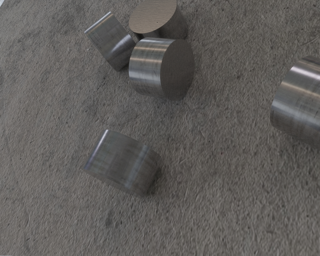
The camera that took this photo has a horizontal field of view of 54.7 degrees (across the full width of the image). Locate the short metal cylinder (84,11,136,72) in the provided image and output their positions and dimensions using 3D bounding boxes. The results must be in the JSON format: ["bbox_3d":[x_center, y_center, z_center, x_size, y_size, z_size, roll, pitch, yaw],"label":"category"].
[{"bbox_3d":[-0.074,-0.136,0.491,0.050,0.080,0.080,-38,51,3],"label":"short metal cylinder"}]

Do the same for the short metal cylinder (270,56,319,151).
[{"bbox_3d":[0.154,-0.024,0.303,0.050,0.080,0.080,35,81,38],"label":"short metal cylinder"}]

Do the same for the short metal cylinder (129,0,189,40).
[{"bbox_3d":[-0.002,-0.162,0.488,0.080,0.050,0.080,-13,56,21],"label":"short metal cylinder"}]

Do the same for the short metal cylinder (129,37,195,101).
[{"bbox_3d":[0.004,-0.079,0.415,0.050,0.080,0.080,15,69,34],"label":"short metal cylinder"}]

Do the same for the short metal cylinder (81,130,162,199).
[{"bbox_3d":[-0.044,0.044,0.365,0.080,0.080,0.050,14,69,34],"label":"short metal cylinder"}]
